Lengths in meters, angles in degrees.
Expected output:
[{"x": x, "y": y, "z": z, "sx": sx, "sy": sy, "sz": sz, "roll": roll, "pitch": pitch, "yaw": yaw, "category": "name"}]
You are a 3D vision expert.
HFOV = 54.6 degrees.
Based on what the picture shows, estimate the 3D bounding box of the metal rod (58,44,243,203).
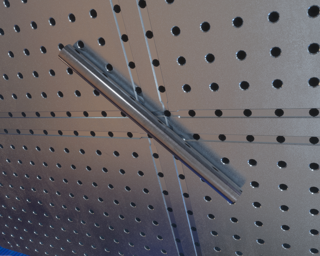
[{"x": -0.013, "y": -0.006, "z": 0.415, "sx": 0.300, "sy": 0.025, "sz": 0.025, "roll": 40, "pitch": 129, "yaw": 0, "category": "metal rod"}]
